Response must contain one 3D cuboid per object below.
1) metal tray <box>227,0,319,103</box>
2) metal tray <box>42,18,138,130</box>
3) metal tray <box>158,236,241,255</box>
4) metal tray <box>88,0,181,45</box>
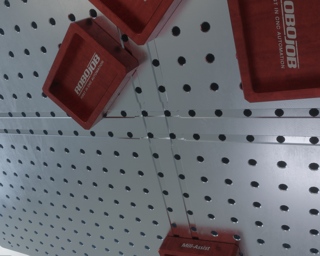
[{"bbox_3d":[0.117,-0.091,0.289,0.090,0.030,0.129,-3,117,29],"label":"metal tray"},{"bbox_3d":[-0.098,-0.068,0.418,0.090,0.030,0.129,42,129,-1],"label":"metal tray"},{"bbox_3d":[0.070,0.229,0.512,0.130,0.030,0.090,-5,116,30],"label":"metal tray"},{"bbox_3d":[-0.040,-0.164,0.327,0.130,0.030,0.090,42,129,-1],"label":"metal tray"}]
